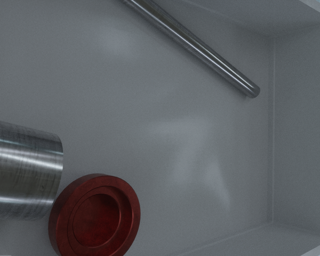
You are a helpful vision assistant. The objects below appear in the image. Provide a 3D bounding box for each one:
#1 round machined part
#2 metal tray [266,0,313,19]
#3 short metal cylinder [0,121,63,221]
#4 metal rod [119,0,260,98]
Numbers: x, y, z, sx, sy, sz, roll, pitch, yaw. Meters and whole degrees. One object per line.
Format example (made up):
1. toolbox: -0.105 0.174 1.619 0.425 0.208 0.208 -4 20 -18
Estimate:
1. round machined part: -0.073 0.098 0.336 0.099 0.042 0.097 0 90 -40
2. metal tray: 0.212 -0.263 0.548 0.131 0.030 0.090 24 66 -15
3. short metal cylinder: -0.126 0.038 0.266 0.050 0.080 0.080 19 78 -39
4. metal rod: 0.059 -0.116 0.457 0.301 0.025 0.025 26 74 -37
